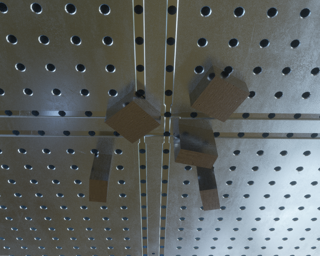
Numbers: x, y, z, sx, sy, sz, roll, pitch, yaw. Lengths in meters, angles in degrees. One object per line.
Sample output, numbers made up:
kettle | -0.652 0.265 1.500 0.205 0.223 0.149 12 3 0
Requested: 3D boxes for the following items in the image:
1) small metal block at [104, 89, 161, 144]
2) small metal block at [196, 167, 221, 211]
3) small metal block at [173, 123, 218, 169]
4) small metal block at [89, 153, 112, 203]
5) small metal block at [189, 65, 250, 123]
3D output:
small metal block | -0.035 -0.014 0.400 0.050 0.025 0.050 -34 123 25
small metal block | 0.074 0.090 0.473 0.025 0.050 0.050 -10 130 8
small metal block | 0.047 0.024 0.416 0.050 0.050 0.025 12 129 -10
small metal block | -0.088 0.074 0.457 0.025 0.050 0.050 7 130 -6
small metal block | 0.072 -0.041 0.378 0.050 0.025 0.050 23 126 -19
